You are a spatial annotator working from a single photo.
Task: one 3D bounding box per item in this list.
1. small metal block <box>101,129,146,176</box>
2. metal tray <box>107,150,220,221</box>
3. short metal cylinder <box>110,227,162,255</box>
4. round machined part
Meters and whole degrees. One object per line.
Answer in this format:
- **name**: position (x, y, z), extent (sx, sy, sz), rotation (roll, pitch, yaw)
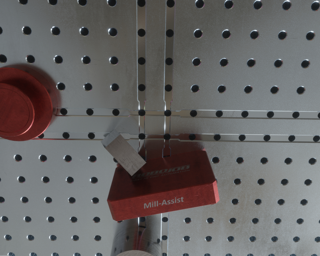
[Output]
- **small metal block**: position (-0.049, 0.031, 0.408), extent (0.025, 0.050, 0.050), rotation (-43, 106, -8)
- **metal tray**: position (0.004, 0.072, 0.405), extent (0.131, 0.090, 0.030), rotation (-11, 110, 3)
- **short metal cylinder**: position (-0.036, 0.201, 0.474), extent (0.081, 0.050, 0.079), rotation (0, 110, -1)
- **round machined part**: position (-0.186, -0.028, 0.392), extent (0.099, 0.042, 0.097), rotation (0, 110, -1)
